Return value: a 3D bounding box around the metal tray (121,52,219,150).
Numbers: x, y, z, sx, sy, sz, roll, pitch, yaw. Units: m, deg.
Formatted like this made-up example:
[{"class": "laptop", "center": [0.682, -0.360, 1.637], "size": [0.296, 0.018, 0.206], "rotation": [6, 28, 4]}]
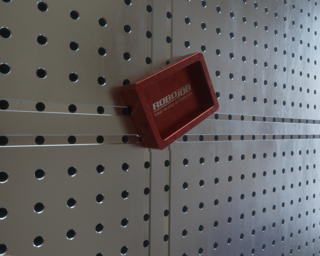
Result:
[{"class": "metal tray", "center": [0.020, -0.039, 0.421], "size": [0.131, 0.030, 0.090], "rotation": [-33, 111, -35]}]
